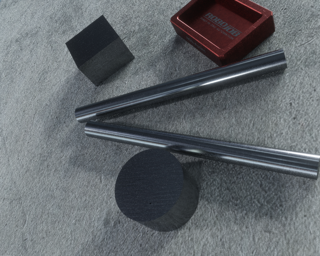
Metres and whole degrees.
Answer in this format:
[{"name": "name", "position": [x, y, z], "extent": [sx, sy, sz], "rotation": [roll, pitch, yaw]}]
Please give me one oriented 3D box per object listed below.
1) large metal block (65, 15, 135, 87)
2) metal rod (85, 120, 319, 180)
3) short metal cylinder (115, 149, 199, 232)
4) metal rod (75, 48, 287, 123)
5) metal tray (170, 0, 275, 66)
[{"name": "large metal block", "position": [-0.101, -0.130, 0.519], "extent": [0.080, 0.050, 0.080], "rotation": [-36, 51, 3]}, {"name": "metal rod", "position": [0.026, 0.020, 0.376], "extent": [0.300, 0.025, 0.025], "rotation": [8, 66, 31]}, {"name": "short metal cylinder", "position": [-0.003, 0.070, 0.345], "extent": [0.080, 0.050, 0.080], "rotation": [-13, 56, 21]}, {"name": "metal rod", "position": [0.014, -0.052, 0.427], "extent": [0.301, 0.025, 0.025], "rotation": [-13, 56, 20]}, {"name": "metal tray", "position": [0.086, -0.150, 0.446], "extent": [0.090, 0.030, 0.130], "rotation": [-40, 51, 0]}]
